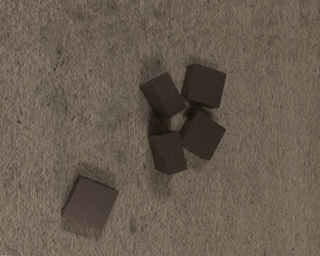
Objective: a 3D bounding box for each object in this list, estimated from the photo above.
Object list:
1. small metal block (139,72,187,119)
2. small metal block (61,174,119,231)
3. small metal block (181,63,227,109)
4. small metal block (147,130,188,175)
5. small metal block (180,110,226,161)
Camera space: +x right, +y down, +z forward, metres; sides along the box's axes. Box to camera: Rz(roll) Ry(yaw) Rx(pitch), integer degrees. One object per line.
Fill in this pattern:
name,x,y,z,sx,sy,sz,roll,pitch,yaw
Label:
small metal block,0.003,-0.040,0.398,0.025,0.050,0.050,-33,101,-17
small metal block,-0.086,0.091,0.378,0.050,0.025,0.050,26,81,-19
small metal block,0.060,-0.057,0.433,0.050,0.025,0.050,14,85,-20
small metal block,0.009,0.030,0.400,0.025,0.050,0.050,-15,96,-20
small metal block,0.056,0.010,0.431,0.050,0.025,0.050,33,79,-17
